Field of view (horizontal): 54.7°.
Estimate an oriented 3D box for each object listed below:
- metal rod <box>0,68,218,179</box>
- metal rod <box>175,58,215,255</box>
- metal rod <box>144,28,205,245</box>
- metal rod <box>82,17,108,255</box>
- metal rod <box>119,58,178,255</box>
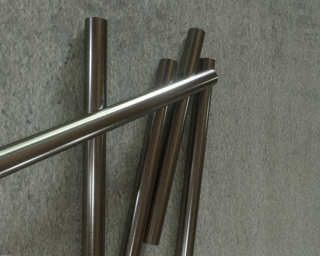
[{"bbox_3d":[-0.038,-0.018,0.340,0.302,0.025,0.025,-26,107,-37],"label":"metal rod"},{"bbox_3d":[0.052,0.046,0.450,0.025,0.025,0.298,12,82,-40],"label":"metal rod"},{"bbox_3d":[0.020,0.003,0.423,0.025,0.025,0.299,22,76,-38],"label":"metal rod"},{"bbox_3d":[-0.073,0.030,0.345,0.025,0.025,0.298,1,89,-40],"label":"metal rod"},{"bbox_3d":[-0.017,0.056,0.392,0.025,0.025,0.299,19,78,-39],"label":"metal rod"}]
